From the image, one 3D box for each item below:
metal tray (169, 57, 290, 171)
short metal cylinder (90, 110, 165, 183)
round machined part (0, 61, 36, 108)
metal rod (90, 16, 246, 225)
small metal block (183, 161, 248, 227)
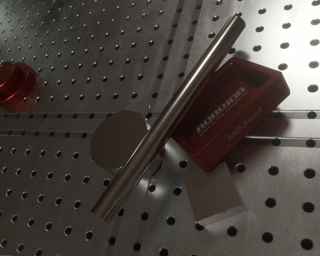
[{"bbox_3d":[0.072,-0.022,0.363,0.130,0.030,0.090,-43,34,-2],"label":"metal tray"},{"bbox_3d":[-0.041,0.024,0.397,0.080,0.050,0.080,-13,56,20],"label":"short metal cylinder"},{"bbox_3d":[-0.297,-0.091,0.606,0.098,0.042,0.098,-13,56,20],"label":"round machined part"},{"bbox_3d":[0.021,-0.024,0.365,0.025,0.025,0.300,21,66,35],"label":"metal rod"},{"bbox_3d":[0.059,0.071,0.333,0.050,0.025,0.050,-25,53,12],"label":"small metal block"}]
